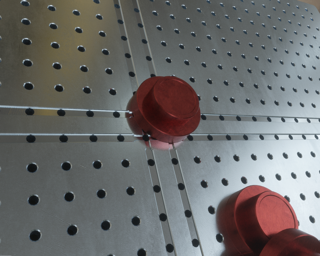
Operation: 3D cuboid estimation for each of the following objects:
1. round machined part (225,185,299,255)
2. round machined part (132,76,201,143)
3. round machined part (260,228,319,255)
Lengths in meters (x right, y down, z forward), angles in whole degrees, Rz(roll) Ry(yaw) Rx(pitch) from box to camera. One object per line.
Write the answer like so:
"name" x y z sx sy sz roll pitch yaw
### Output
"round machined part" 0.137 0.120 0.400 0.099 0.042 0.098 14 56 -21
"round machined part" 0.015 -0.032 0.427 0.099 0.042 0.098 14 56 -21
"round machined part" 0.158 0.169 0.352 0.099 0.042 0.097 -3 97 -28
